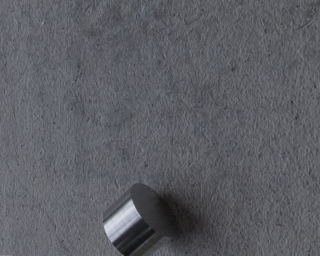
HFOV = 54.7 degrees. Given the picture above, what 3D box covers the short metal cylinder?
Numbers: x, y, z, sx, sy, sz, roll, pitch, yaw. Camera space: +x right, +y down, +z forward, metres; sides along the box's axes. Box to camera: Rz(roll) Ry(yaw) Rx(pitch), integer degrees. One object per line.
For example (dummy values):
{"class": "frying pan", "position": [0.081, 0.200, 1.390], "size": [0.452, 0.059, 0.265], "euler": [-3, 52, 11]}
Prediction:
{"class": "short metal cylinder", "position": [-0.024, 0.116, 0.388], "size": [0.050, 0.080, 0.080], "euler": [-44, 76, 15]}
